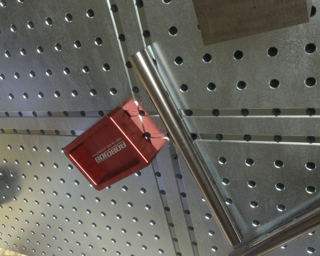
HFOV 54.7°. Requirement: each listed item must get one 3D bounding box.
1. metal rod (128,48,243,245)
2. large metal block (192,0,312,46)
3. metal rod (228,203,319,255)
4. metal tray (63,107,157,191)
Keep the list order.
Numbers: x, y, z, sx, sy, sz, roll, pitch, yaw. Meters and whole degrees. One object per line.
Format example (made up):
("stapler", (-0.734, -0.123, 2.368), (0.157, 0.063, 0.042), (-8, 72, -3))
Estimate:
("metal rod", (0.041, 0.036, 0.410), (0.025, 0.025, 0.299), (-17, 110, 34))
("large metal block", (0.081, -0.113, 0.263), (0.080, 0.080, 0.050), (-5, 116, 30))
("metal rod", (0.188, 0.113, 0.381), (0.025, 0.025, 0.298), (40, 129, 1))
("metal tray", (-0.079, 0.036, 0.469), (0.130, 0.030, 0.090), (-31, 101, 37))
